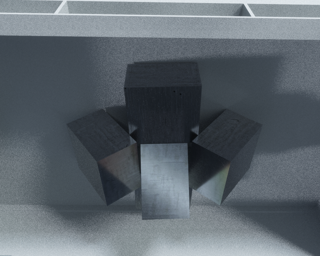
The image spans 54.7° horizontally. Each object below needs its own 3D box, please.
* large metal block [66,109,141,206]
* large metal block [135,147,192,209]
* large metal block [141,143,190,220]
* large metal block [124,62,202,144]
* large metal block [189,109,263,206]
[{"bbox_3d":[-0.070,0.036,0.391,0.050,0.080,0.079,-27,137,-26],"label":"large metal block"},{"bbox_3d":[0.005,0.075,0.455,0.081,0.050,0.079,0,130,-1],"label":"large metal block"},{"bbox_3d":[0.005,0.059,0.369,0.050,0.080,0.080,-1,86,-1],"label":"large metal block"},{"bbox_3d":[0.004,-0.028,0.363,0.080,0.050,0.079,-1,130,1],"label":"large metal block"},{"bbox_3d":[0.081,0.036,0.393,0.050,0.080,0.079,28,137,28],"label":"large metal block"}]
